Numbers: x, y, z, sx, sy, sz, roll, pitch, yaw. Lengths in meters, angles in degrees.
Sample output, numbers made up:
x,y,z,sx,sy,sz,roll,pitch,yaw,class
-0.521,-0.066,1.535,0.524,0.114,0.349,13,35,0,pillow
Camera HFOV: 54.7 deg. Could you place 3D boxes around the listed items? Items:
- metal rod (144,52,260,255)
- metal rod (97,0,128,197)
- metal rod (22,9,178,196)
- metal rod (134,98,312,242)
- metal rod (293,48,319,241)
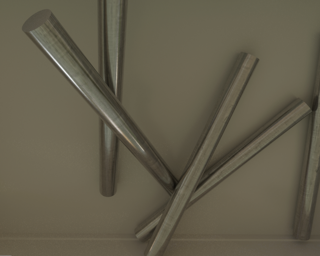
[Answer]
x,y,z,sx,sy,sz,roll,pitch,yaw,class
0.050,0.045,0.406,0.025,0.025,0.298,23,100,-9,metal rod
-0.055,-0.018,0.342,0.025,0.025,0.298,7,134,-3,metal rod
-0.034,0.005,0.336,0.025,0.025,0.300,-24,139,8,metal rod
0.079,0.066,0.436,0.300,0.025,0.025,-41,105,13,metal rod
0.213,0.025,0.423,0.025,0.025,0.298,-2,110,0,metal rod
